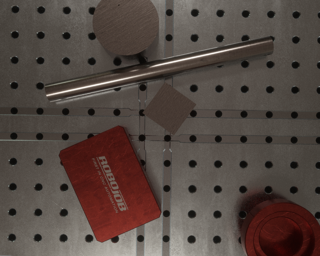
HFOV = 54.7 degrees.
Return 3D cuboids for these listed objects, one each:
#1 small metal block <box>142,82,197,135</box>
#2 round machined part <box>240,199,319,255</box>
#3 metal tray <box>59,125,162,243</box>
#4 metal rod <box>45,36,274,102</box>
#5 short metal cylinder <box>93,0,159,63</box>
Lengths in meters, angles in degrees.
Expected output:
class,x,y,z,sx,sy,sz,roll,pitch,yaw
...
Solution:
class,x,y,z,sx,sy,sz,roll,pitch,yaw
small metal block,0.012,-0.025,0.414,0.050,0.025,0.050,36,90,-1
round machined part,0.155,0.141,0.407,0.099,0.042,0.097,0,90,-1
metal tray,-0.064,0.072,0.410,0.090,0.030,0.129,-24,90,-1
metal rod,0.000,-0.079,0.413,0.302,0.025,0.025,-12,90,-1
short metal cylinder,-0.041,-0.128,0.400,0.081,0.050,0.079,0,90,-1
